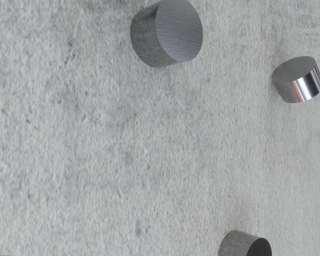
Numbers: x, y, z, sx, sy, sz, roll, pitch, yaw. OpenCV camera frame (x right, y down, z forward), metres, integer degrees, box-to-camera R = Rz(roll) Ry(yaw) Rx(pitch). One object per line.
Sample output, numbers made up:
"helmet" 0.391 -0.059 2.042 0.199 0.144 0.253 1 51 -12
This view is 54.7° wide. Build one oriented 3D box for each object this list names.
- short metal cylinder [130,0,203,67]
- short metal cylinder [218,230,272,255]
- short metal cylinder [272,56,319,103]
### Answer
"short metal cylinder" 0.009 -0.121 0.398 0.081 0.050 0.079 0 90 -40
"short metal cylinder" 0.140 0.215 0.510 0.081 0.050 0.079 0 90 -40
"short metal cylinder" 0.263 -0.093 0.593 0.080 0.080 0.050 -52 121 -27
